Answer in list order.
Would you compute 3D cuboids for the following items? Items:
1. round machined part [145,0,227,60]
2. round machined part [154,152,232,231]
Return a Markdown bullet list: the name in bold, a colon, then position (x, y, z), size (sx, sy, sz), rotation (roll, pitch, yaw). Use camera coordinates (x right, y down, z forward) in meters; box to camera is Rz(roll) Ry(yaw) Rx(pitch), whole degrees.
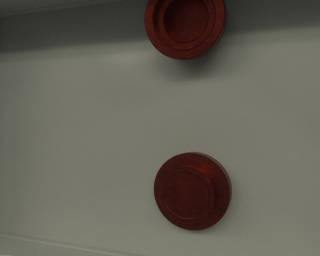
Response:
- **round machined part**: position (0.034, -0.134, 0.384), size (0.098, 0.042, 0.097), rotation (3, 100, 19)
- **round machined part**: position (0.038, 0.080, 0.388), size (0.098, 0.042, 0.097), rotation (0, 90, 20)
